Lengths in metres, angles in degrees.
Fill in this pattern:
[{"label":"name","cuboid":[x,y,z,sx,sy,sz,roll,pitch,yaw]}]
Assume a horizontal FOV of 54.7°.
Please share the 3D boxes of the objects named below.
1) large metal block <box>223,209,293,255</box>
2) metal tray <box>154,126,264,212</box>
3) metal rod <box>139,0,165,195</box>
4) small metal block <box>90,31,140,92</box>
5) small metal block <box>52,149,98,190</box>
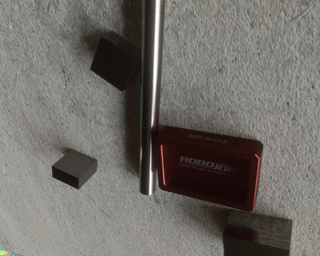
[{"label":"large metal block","cuboid":[0.133,0.165,0.422,0.080,0.050,0.079,5,121,25]},{"label":"metal tray","cuboid":[0.061,0.051,0.402,0.130,0.030,0.089,9,123,22]},{"label":"metal rod","cuboid":[-0.012,-0.031,0.392,0.025,0.025,0.298,16,125,19]},{"label":"small metal block","cuboid":[-0.053,-0.082,0.382,0.050,0.025,0.050,35,129,4]},{"label":"small metal block","cuboid":[-0.137,0.066,0.501,0.050,0.050,0.025,21,126,15]}]
